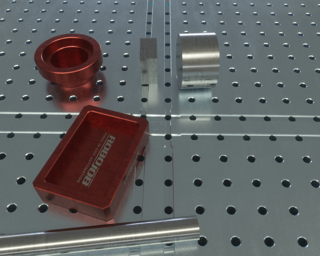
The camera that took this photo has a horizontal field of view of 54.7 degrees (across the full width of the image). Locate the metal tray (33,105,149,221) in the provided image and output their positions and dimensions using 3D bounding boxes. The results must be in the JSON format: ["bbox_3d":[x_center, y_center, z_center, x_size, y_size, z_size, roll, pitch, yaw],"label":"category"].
[{"bbox_3d":[-0.076,0.035,0.373,0.090,0.030,0.130,14,51,11],"label":"metal tray"}]

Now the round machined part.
[{"bbox_3d":[-0.138,-0.101,0.479,0.099,0.042,0.098,0,50,0],"label":"round machined part"}]

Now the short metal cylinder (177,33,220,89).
[{"bbox_3d":[0.053,-0.098,0.455,0.050,0.080,0.080,-3,50,-3],"label":"short metal cylinder"}]

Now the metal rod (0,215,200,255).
[{"bbox_3d":[-0.112,0.115,0.309,0.302,0.025,0.025,-4,50,-4],"label":"metal rod"}]

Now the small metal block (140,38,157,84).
[{"bbox_3d":[-0.017,-0.103,0.478,0.025,0.050,0.050,-1,50,-1],"label":"small metal block"}]
